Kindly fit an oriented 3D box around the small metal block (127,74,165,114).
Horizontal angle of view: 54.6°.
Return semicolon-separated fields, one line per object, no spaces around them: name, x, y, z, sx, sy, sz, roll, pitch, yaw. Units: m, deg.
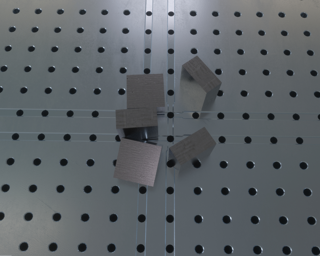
small metal block;-0.020;-0.046;0.429;0.050;0.025;0.050;-3;70;-1

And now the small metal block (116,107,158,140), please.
small metal block;-0.028;-0.004;0.400;0.050;0.050;0.025;-4;70;-2

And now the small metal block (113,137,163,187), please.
small metal block;-0.026;0.041;0.388;0.050;0.025;0.050;12;93;4

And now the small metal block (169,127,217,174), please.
small metal block;0.039;0.029;0.388;0.050;0.050;0.025;-30;73;-10

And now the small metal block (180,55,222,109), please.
small metal block;0.054;-0.061;0.421;0.025;0.050;0.050;-35;74;-12
